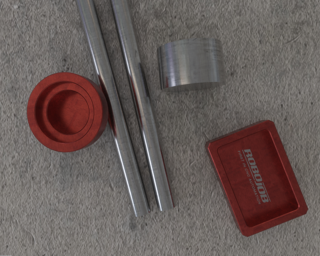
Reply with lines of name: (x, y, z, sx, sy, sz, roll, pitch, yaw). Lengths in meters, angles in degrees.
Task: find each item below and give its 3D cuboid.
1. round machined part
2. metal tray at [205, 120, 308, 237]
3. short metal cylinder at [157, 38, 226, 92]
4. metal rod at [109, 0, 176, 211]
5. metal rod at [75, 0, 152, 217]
round machined part: (-0.113, -0.020, 0.395, 0.098, 0.042, 0.097, 0, 92, 9)
metal tray: (0.125, 0.064, 0.408, 0.090, 0.030, 0.129, -22, 90, 0)
short metal cylinder: (0.038, -0.075, 0.383, 0.080, 0.080, 0.050, -6, 90, 0)
metal rod: (-0.024, -0.040, 0.409, 0.025, 0.025, 0.298, -13, 90, 0)
metal rod: (-0.062, -0.031, 0.409, 0.025, 0.025, 0.298, -15, 90, 0)
